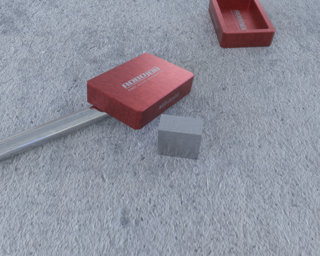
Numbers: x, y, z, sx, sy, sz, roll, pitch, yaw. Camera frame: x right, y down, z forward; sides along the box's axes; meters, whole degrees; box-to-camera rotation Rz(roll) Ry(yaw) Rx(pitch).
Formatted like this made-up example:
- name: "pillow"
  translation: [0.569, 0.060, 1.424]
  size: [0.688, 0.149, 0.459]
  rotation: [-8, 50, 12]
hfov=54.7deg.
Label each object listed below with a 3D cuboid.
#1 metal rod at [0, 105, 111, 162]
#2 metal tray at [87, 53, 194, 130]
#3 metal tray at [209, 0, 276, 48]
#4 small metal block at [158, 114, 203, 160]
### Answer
- name: "metal rod"
  translation: [-0.142, 0.005, 0.397]
  size: [0.302, 0.025, 0.025]
  rotation: [-24, 54, -19]
- name: "metal tray"
  translation: [-0.024, -0.057, 0.430]
  size: [0.090, 0.030, 0.131]
  rotation: [30, 43, 22]
- name: "metal tray"
  translation: [0.146, -0.199, 0.568]
  size: [0.091, 0.030, 0.130]
  rotation: [-3, 50, -3]
- name: "small metal block"
  translation: [0.024, 0.012, 0.378]
  size: [0.050, 0.050, 0.025]
  rotation: [7, 51, 5]
